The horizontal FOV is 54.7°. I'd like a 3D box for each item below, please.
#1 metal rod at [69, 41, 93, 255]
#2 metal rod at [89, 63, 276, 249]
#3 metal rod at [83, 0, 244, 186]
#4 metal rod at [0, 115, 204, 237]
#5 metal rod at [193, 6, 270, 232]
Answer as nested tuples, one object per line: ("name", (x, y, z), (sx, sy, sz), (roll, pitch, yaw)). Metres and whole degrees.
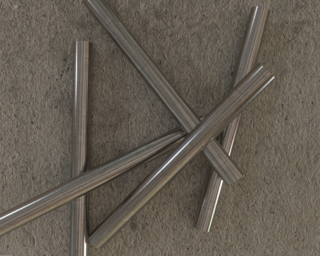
("metal rod", (-0.104, 0.037, 0.409), (0.025, 0.025, 0.298), (1, 90, 0))
("metal rod", (0.014, 0.044, 0.368), (0.025, 0.025, 0.299), (43, 107, 0))
("metal rod", (-0.001, -0.055, 0.391), (0.025, 0.025, 0.300), (-38, 83, 0))
("metal rod", (-0.074, 0.059, 0.387), (0.302, 0.025, 0.025), (-26, 90, -9))
("metal rod", (0.094, -0.012, 0.410), (0.025, 0.025, 0.298), (15, 90, 0))
